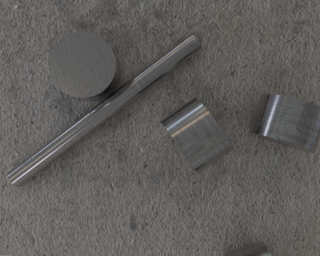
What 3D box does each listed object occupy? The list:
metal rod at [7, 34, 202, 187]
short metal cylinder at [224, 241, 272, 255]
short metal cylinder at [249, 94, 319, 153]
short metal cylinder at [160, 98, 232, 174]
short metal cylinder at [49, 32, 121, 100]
[{"bbox_3d":[-0.072,-0.023,0.409,0.301,0.025,0.025,-37,90,0],"label":"metal rod"},{"bbox_3d":[0.118,0.188,0.383,0.050,0.080,0.080,-19,90,0],"label":"short metal cylinder"},{"bbox_3d":[0.157,-0.005,0.384,0.080,0.080,0.050,18,90,0],"label":"short metal cylinder"},{"bbox_3d":[0.044,0.010,0.383,0.050,0.080,0.080,-35,90,0],"label":"short metal cylinder"},{"bbox_3d":[-0.093,-0.076,0.397,0.081,0.050,0.079,0,90,0],"label":"short metal cylinder"}]
